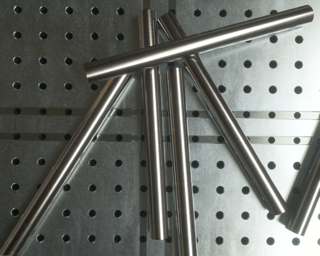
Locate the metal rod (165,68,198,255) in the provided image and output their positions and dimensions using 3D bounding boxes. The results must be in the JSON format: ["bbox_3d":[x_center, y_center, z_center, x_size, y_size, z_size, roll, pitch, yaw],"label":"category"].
[{"bbox_3d":[0.030,0.071,0.413,0.025,0.025,0.298,-4,90,0],"label":"metal rod"}]

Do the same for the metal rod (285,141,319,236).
[{"bbox_3d":[0.236,0.000,0.414,0.025,0.025,0.299,22,90,0],"label":"metal rod"}]

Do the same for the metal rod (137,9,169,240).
[{"bbox_3d":[-0.009,-0.004,0.413,0.025,0.025,0.298,-3,90,0],"label":"metal rod"}]

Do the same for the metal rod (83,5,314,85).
[{"bbox_3d":[0.055,-0.108,0.390,0.302,0.025,0.025,-17,90,-9],"label":"metal rod"}]

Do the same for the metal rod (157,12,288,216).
[{"bbox_3d":[0.083,-0.019,0.413,0.025,0.025,0.299,-31,90,0],"label":"metal rod"}]

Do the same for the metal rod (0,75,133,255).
[{"bbox_3d":[-0.127,0.051,0.412,0.025,0.025,0.299,32,90,0],"label":"metal rod"}]
